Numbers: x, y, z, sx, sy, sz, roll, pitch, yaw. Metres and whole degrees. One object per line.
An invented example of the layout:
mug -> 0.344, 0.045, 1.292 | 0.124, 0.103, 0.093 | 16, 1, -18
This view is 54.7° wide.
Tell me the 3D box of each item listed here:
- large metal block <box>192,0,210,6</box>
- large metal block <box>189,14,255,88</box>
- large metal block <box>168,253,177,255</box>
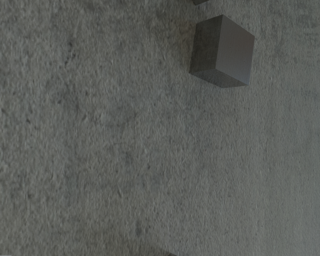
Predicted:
large metal block -> 0.067, -0.241, 0.447 | 0.080, 0.050, 0.080 | 50, 61, -29
large metal block -> 0.096, -0.112, 0.471 | 0.081, 0.050, 0.080 | 15, 81, -39
large metal block -> 0.024, 0.218, 0.392 | 0.080, 0.080, 0.050 | -37, 113, -34
